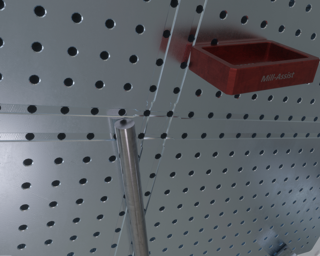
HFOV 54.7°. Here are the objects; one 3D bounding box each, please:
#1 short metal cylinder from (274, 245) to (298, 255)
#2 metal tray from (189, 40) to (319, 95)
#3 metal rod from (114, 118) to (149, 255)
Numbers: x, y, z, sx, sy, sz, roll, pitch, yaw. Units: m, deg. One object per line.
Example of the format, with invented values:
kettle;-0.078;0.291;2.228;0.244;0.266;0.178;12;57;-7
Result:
short metal cylinder;0.324;0.336;0.762;0.050;0.080;0.080;-43;130;2
metal tray;0.114;-0.079;0.382;0.131;0.090;0.030;-11;123;-23
metal rod;-0.037;0.119;0.465;0.025;0.025;0.298;-16;125;-19
